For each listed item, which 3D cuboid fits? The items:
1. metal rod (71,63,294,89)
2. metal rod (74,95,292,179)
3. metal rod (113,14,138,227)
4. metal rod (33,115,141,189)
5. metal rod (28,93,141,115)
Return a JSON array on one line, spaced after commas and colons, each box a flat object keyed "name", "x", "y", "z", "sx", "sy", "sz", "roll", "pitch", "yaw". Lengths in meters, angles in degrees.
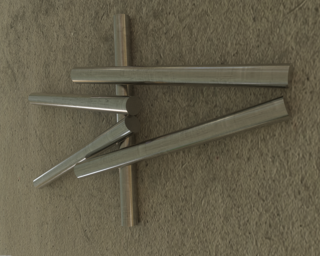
[{"name": "metal rod", "x": 0.002, "y": -0.065, "z": 0.382, "sx": 0.300, "sy": 0.025, "sz": 0.025, "roll": 6, "pitch": 94, "yaw": 33}, {"name": "metal rod", "x": 0.004, "y": 0.021, "z": 0.381, "sx": 0.300, "sy": 0.025, "sz": 0.025, "roll": -19, "pitch": 78, "yaw": 31}, {"name": "metal rod", "x": -0.050, "y": -0.012, "z": 0.445, "sx": 0.025, "sy": 0.025, "sz": 0.298, "roll": -4, "pitch": 87, "yaw": 39}, {"name": "metal rod", "x": -0.133, "y": 0.050, "z": 0.495, "sx": 0.299, "sy": 0.025, "sz": 0.025, "roll": -29, "pitch": 72, "yaw": 41}, {"name": "metal rod", "x": -0.139, "y": -0.043, "z": 0.500, "sx": 0.300, "sy": 0.025, "sz": 0.025, "roll": 8, "pitch": 95, "yaw": 45}]
